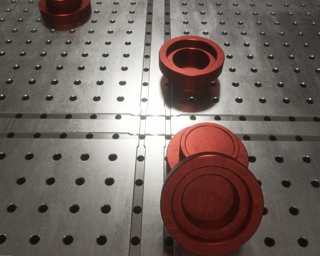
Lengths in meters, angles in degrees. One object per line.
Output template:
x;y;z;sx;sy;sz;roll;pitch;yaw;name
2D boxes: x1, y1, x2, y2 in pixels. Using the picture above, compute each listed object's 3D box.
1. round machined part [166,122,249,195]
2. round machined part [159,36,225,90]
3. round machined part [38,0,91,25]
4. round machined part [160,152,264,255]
0.057;0.031;0.371;0.099;0.042;0.098;0;50;0;round machined part
0.047;-0.097;0.479;0.099;0.042;0.098;0;50;0;round machined part
-0.185;-0.245;0.600;0.099;0.042;0.098;0;50;0;round machined part
0.050;0.072;0.315;0.099;0.042;0.097;0;94;2;round machined part
